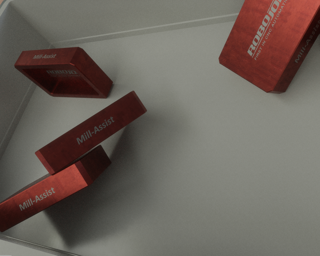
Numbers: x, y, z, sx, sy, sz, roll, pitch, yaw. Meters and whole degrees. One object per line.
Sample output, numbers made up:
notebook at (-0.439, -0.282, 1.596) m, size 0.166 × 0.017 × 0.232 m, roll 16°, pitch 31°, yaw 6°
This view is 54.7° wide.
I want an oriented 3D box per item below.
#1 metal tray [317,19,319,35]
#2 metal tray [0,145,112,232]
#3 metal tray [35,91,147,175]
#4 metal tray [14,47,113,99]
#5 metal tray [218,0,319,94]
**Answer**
metal tray at (0.203, -0.136, 0.302) m, size 0.030 × 0.129 × 0.090 m, roll 10°, pitch 47°, yaw 4°
metal tray at (-0.133, 0.072, 0.389) m, size 0.130 × 0.090 × 0.030 m, roll -29°, pitch 95°, yaw 9°
metal tray at (-0.087, 0.006, 0.385) m, size 0.131 × 0.030 × 0.090 m, roll -35°, pitch 7°, yaw -20°
metal tray at (-0.152, -0.085, 0.493) m, size 0.130 × 0.090 × 0.030 m, roll 5°, pitch 64°, yaw 30°
metal tray at (0.132, -0.116, 0.358) m, size 0.090 × 0.030 × 0.129 m, roll 45°, pitch 124°, yaw 39°
